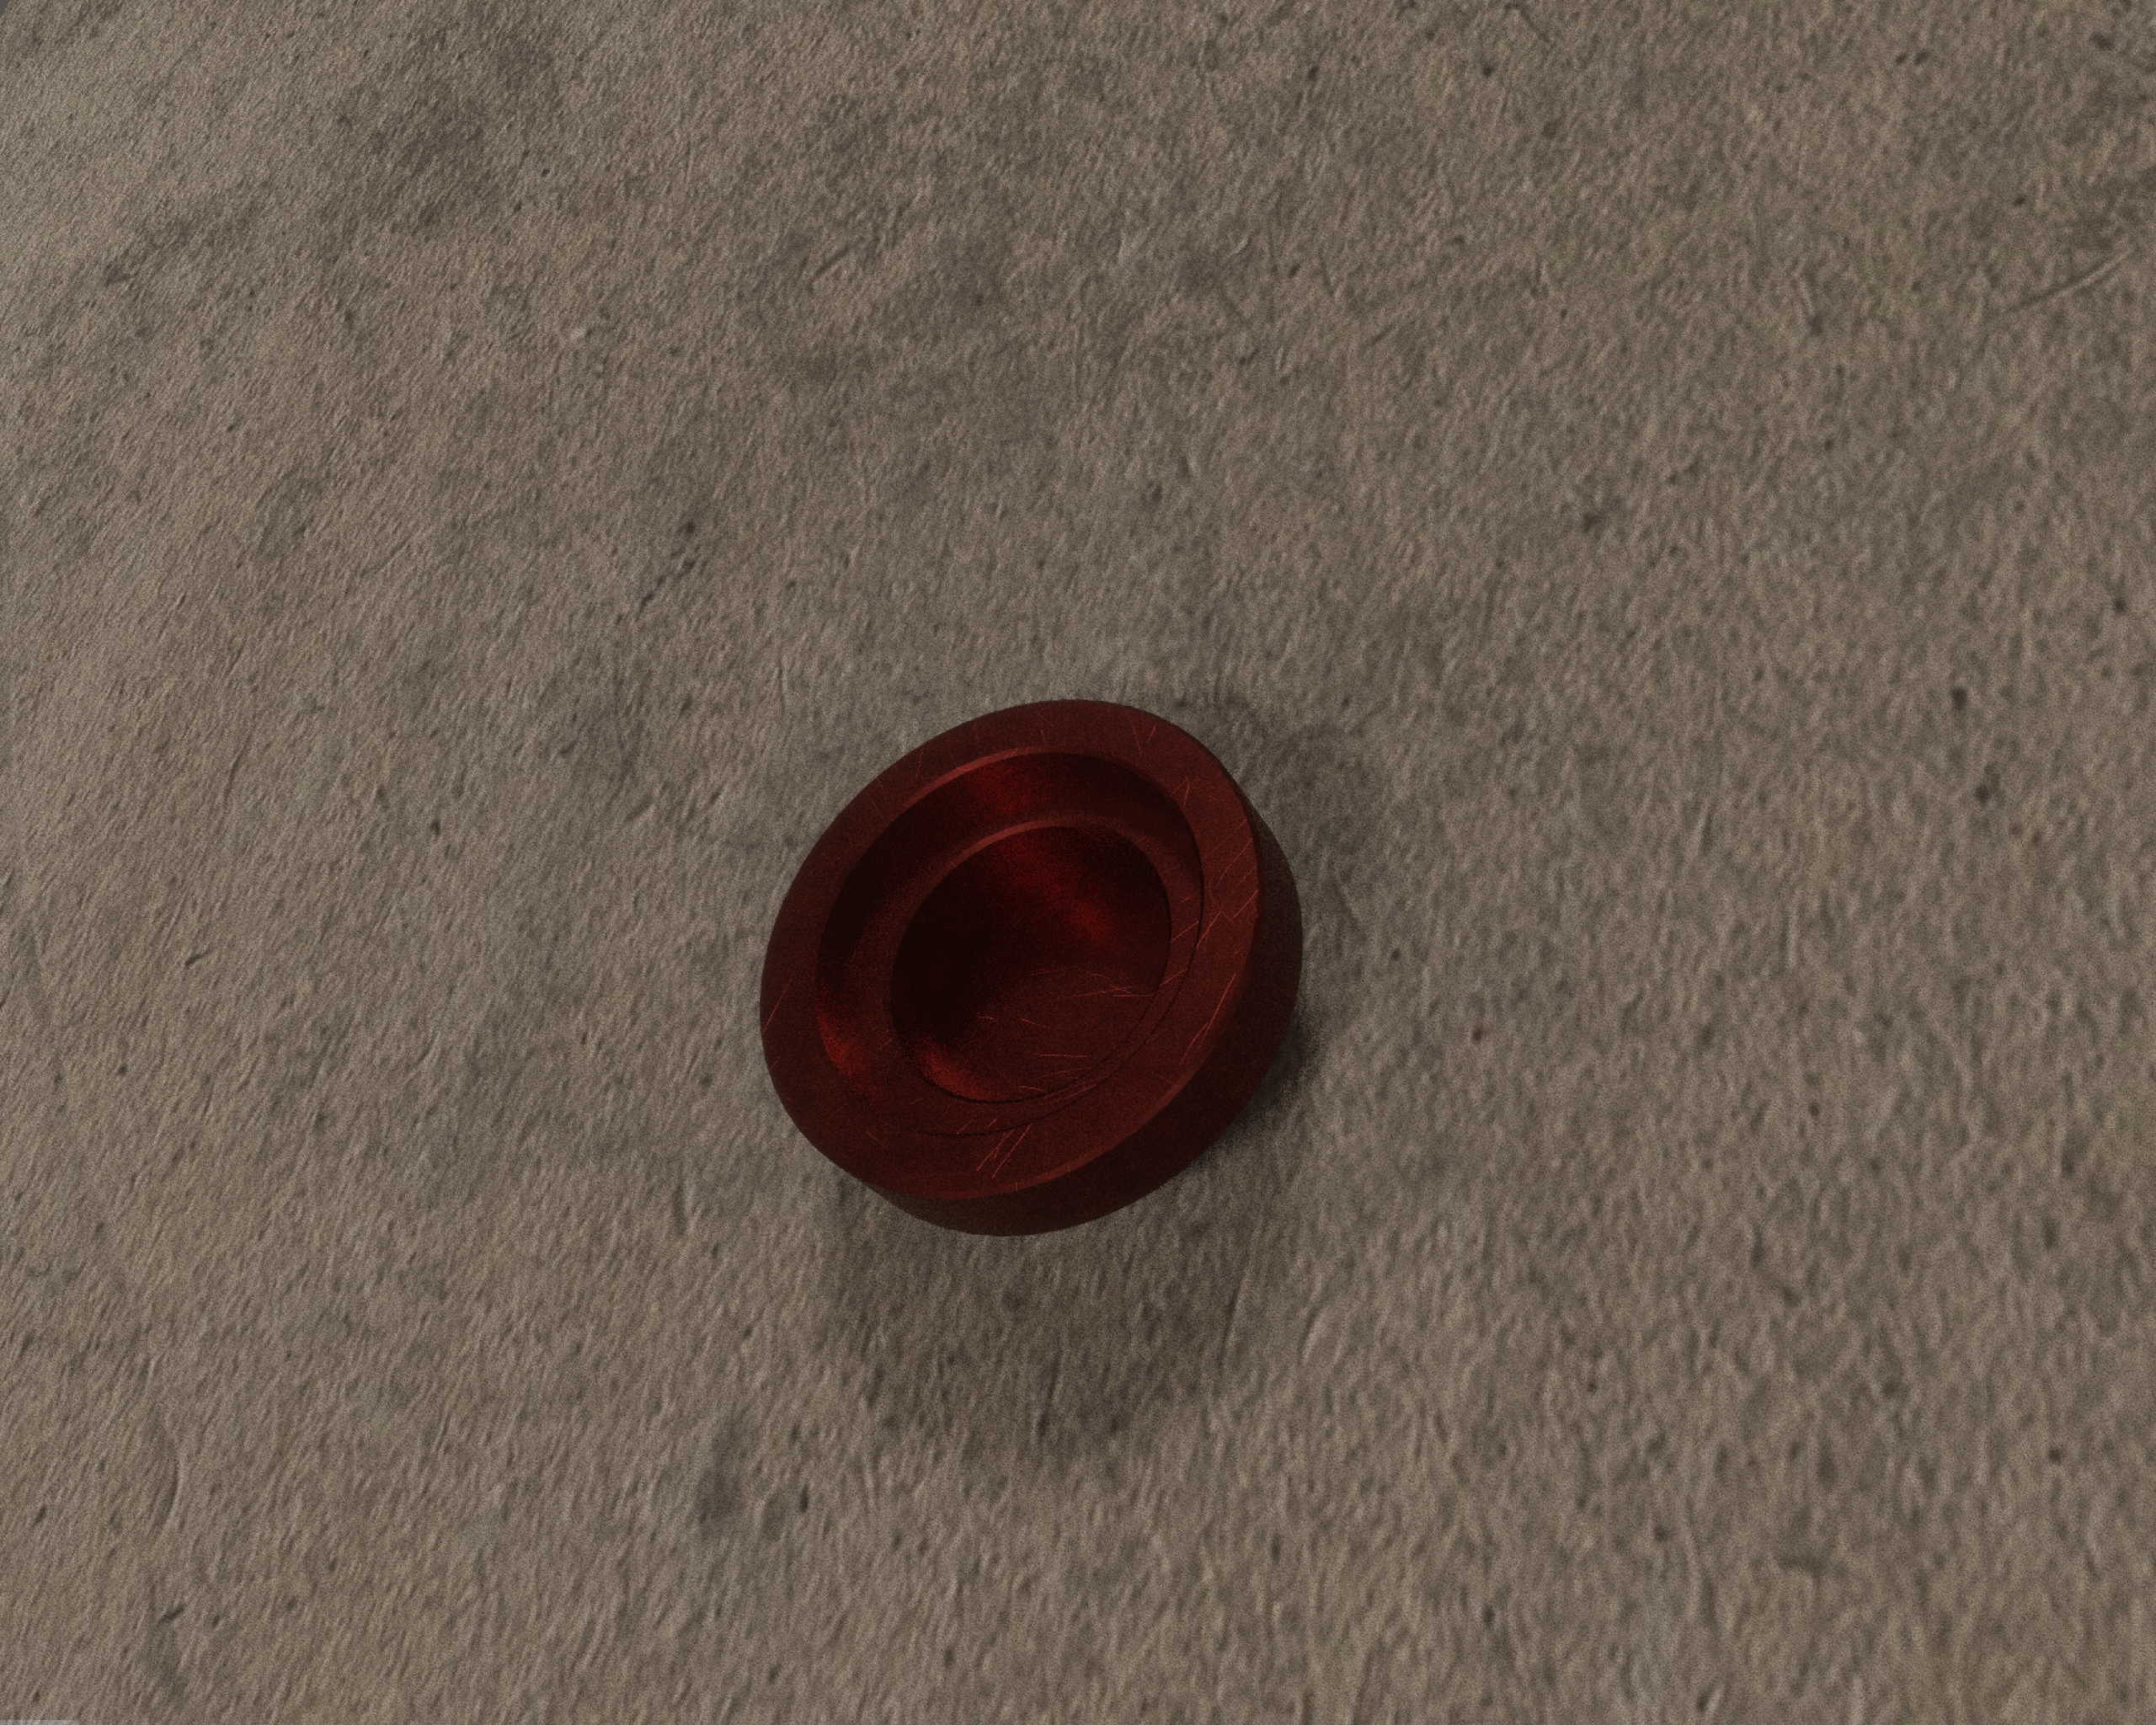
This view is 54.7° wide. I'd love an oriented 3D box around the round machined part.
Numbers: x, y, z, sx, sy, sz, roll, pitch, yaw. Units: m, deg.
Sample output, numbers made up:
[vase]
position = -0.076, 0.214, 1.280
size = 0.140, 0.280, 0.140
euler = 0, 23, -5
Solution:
[round machined part]
position = -0.005, 0.022, 0.382
size = 0.098, 0.042, 0.098
euler = -13, 56, 20
